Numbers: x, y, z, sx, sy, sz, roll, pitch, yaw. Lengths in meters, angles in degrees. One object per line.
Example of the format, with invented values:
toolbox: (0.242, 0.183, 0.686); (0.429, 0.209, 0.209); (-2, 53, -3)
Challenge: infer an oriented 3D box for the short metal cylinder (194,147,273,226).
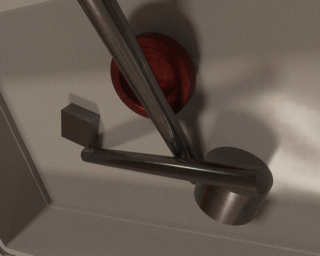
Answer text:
short metal cylinder: (0.086, 0.067, 0.369); (0.080, 0.080, 0.050); (22, 127, 14)

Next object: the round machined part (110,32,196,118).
round machined part: (-0.004, -0.063, 0.360); (0.098, 0.042, 0.097); (13, 124, 20)

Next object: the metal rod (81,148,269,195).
metal rod: (-0.011, 0.045, 0.388); (0.300, 0.025, 0.025); (1, 121, 46)

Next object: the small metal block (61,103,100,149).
small metal block: (-0.120, -0.003, 0.468); (0.050, 0.025, 0.050); (23, 127, 14)

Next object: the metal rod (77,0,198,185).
metal rod: (-0.002, -0.020, 0.315); (0.025, 0.025, 0.299); (2, 145, 27)
